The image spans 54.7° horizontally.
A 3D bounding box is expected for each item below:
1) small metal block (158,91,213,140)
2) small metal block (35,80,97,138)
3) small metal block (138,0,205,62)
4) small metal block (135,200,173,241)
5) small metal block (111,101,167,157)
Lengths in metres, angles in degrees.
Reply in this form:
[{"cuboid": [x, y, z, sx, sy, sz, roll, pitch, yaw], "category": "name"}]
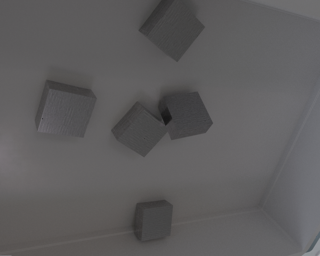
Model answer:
[{"cuboid": [0.032, -0.016, 0.396, 0.050, 0.050, 0.025, -11, 153, -23], "category": "small metal block"}, {"cuboid": [-0.104, -0.020, 0.340, 0.050, 0.025, 0.050, 10, 113, -33], "category": "small metal block"}, {"cuboid": [0.014, -0.111, 0.347, 0.050, 0.025, 0.050, 32, 100, -38], "category": "small metal block"}, {"cuboid": [-0.010, 0.142, 0.481, 0.050, 0.025, 0.050, 1, 98, -29], "category": "small metal block"}, {"cuboid": [-0.025, 0.002, 0.396, 0.050, 0.025, 0.050, -48, 129, 5], "category": "small metal block"}]
